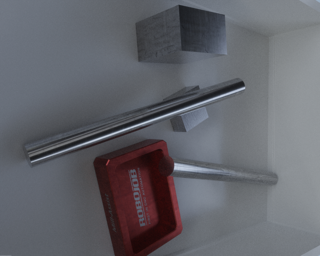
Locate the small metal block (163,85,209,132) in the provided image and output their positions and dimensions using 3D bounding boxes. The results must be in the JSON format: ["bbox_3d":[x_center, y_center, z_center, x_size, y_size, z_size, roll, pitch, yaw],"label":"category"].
[{"bbox_3d":[0.038,-0.028,0.440,0.050,0.025,0.050,-32,110,-36],"label":"small metal block"}]

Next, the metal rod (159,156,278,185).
[{"bbox_3d":[0.109,0.071,0.479,0.302,0.025,0.025,14,81,-46],"label":"metal rod"}]

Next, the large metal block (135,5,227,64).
[{"bbox_3d":[0.027,-0.114,0.395,0.081,0.080,0.050,-7,95,-40],"label":"large metal block"}]

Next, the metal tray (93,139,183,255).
[{"bbox_3d":[-0.023,0.087,0.385,0.091,0.030,0.129,-18,102,-39],"label":"metal tray"}]

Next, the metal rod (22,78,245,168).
[{"bbox_3d":[-0.007,-0.017,0.378,0.302,0.025,0.025,-20,103,-31],"label":"metal rod"}]
